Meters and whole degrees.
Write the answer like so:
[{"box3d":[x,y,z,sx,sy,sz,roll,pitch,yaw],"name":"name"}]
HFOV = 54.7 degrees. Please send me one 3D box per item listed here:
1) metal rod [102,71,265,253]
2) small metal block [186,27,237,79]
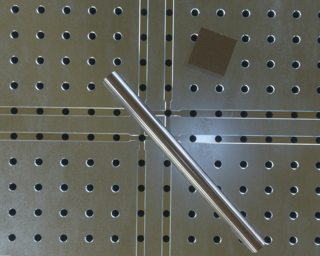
[{"box3d":[0.032,0.045,0.413,0.025,0.025,0.300,-41,91,0],"name":"metal rod"},{"box3d":[0.068,-0.099,0.414,0.050,0.025,0.050,20,90,-1],"name":"small metal block"}]
